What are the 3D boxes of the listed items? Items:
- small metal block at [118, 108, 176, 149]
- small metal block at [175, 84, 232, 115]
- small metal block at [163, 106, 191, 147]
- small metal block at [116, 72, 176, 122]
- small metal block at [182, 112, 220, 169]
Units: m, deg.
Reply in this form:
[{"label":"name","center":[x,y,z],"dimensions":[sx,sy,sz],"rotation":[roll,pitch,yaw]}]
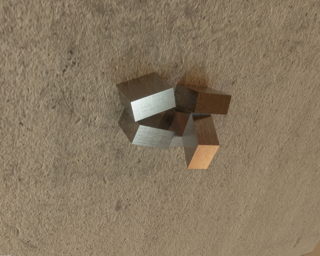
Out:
[{"label":"small metal block","center":[-0.017,0.000,0.381],"dimensions":[0.050,0.050,0.025],"rotation":[12,113,-33]},{"label":"small metal block","center":[0.053,-0.037,0.394],"dimensions":[0.050,0.050,0.025],"rotation":[2,107,-30]},{"label":"small metal block","center":[0.028,-0.002,0.421],"dimensions":[0.050,0.025,0.050],"rotation":[8,114,-32]},{"label":"small metal block","center":[-0.017,-0.038,0.358],"dimensions":[0.050,0.050,0.025],"rotation":[-21,127,-16]},{"label":"small metal block","center":[0.048,0.016,0.382],"dimensions":[0.025,0.050,0.050],"rotation":[3,140,-12]}]
